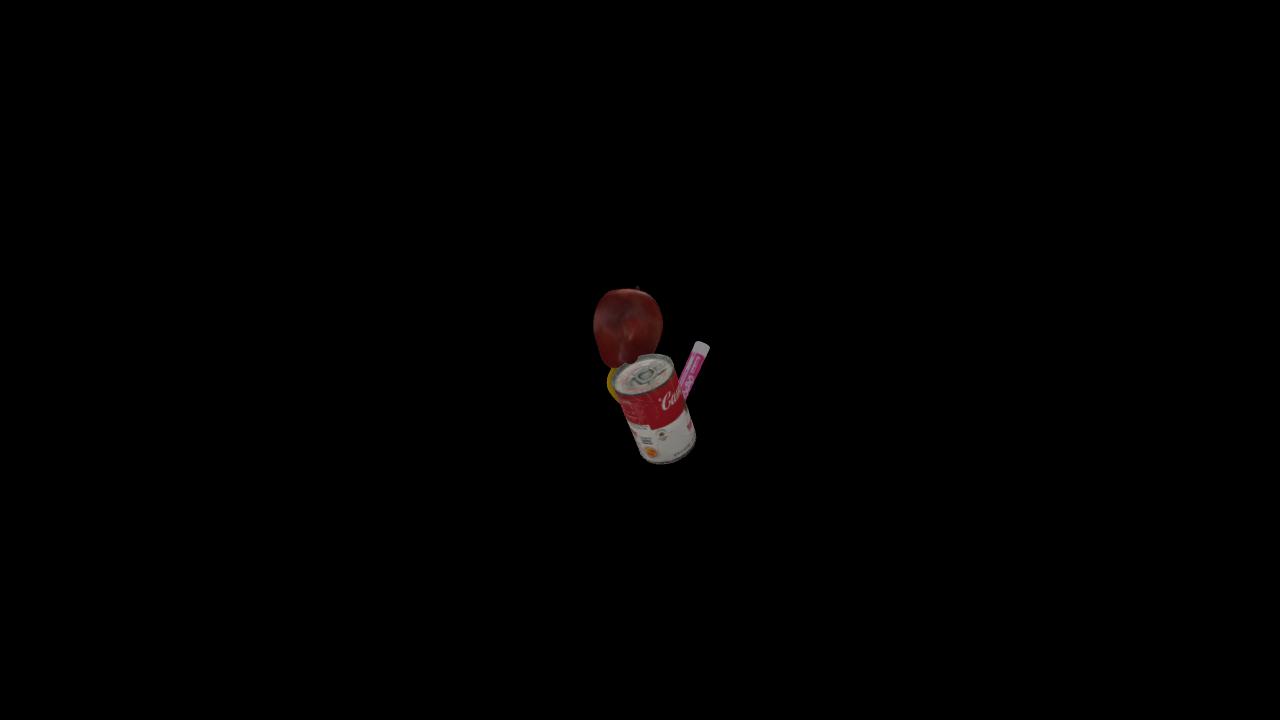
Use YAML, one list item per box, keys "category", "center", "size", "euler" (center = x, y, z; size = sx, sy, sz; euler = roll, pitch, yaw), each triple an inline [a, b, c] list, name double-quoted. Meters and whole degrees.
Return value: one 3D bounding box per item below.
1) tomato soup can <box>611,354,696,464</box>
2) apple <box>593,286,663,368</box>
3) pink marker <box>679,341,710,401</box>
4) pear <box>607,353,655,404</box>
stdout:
- category: "tomato soup can"
  center: [0.017, 0.053, 0.652]
  size: [0.068, 0.101, 0.068]
  euler: [-14, 32, 9]
- category: "apple"
  center: [-0.013, -0.036, 0.675]
  size: [0.079, 0.093, 0.079]
  euler: [9, -1, 0]
- category: "pink marker"
  center: [0.050, 0.034, 0.723]
  size: [0.020, 0.121, 0.020]
  euler: [24, -14, 6]
- category: "pear"
  center: [-0.004, 0.004, 0.749]
  size: [0.080, 0.111, 0.080]
  euler: [-2, 41, 2]
